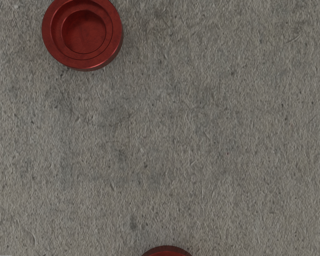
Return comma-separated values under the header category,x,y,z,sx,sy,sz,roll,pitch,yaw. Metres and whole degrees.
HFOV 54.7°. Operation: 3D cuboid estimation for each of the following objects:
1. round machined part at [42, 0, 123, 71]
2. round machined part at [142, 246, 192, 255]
category,x,y,z,sx,sy,sz,roll,pitch,yaw
round machined part,-0.096,-0.121,0.400,0.099,0.042,0.097,0,90,0
round machined part,0.009,0.209,0.402,0.099,0.042,0.097,0,90,0
